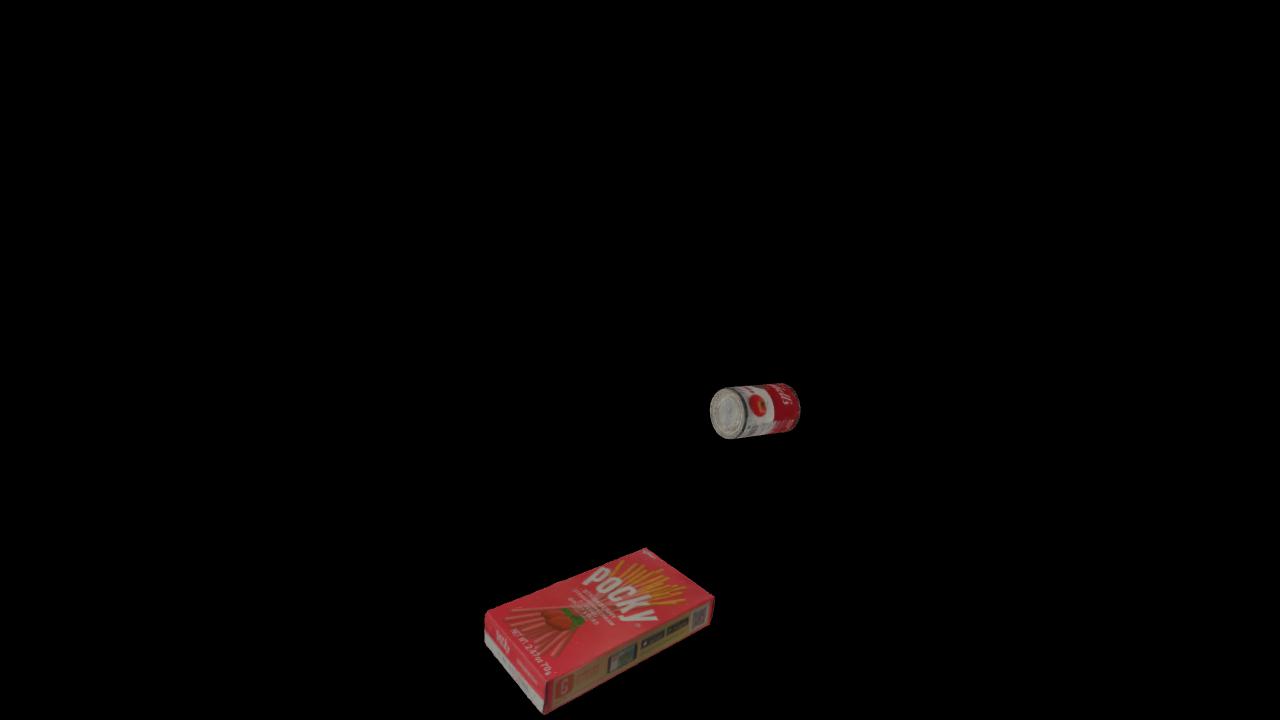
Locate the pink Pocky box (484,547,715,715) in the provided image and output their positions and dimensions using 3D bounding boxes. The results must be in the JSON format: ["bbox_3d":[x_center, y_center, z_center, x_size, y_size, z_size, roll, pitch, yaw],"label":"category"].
[{"bbox_3d":[-0.027,0.191,0.456,0.155,0.029,0.084,-8,19,-39],"label":"pink Pocky box"}]

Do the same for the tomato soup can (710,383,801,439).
[{"bbox_3d":[0.149,0.066,0.799,0.101,0.068,0.068,-3,1,-34],"label":"tomato soup can"}]
